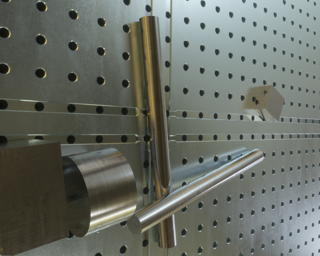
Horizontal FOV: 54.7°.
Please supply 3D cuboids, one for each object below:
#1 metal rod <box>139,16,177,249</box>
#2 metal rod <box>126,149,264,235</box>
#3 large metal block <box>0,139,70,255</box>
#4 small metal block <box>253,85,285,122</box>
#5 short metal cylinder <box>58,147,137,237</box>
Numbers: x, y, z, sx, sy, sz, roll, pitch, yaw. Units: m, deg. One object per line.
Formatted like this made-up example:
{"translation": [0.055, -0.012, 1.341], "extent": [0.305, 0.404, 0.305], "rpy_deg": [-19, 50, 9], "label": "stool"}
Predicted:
{"translation": [-0.002, 0.008, 0.407], "extent": [0.025, 0.025, 0.298], "rpy_deg": [-8, 95, -40], "label": "metal rod"}
{"translation": [0.073, 0.077, 0.447], "extent": [0.302, 0.025, 0.025], "rpy_deg": [-15, 100, -46], "label": "metal rod"}
{"translation": [-0.123, 0.053, 0.270], "extent": [0.050, 0.080, 0.079], "rpy_deg": [-8, 95, -40], "label": "large metal block"}
{"translation": [0.205, -0.045, 0.581], "extent": [0.050, 0.025, 0.050], "rpy_deg": [34, 69, -35], "label": "small metal block"}
{"translation": [-0.068, 0.063, 0.317], "extent": [0.050, 0.080, 0.079], "rpy_deg": [-9, 96, -40], "label": "short metal cylinder"}
